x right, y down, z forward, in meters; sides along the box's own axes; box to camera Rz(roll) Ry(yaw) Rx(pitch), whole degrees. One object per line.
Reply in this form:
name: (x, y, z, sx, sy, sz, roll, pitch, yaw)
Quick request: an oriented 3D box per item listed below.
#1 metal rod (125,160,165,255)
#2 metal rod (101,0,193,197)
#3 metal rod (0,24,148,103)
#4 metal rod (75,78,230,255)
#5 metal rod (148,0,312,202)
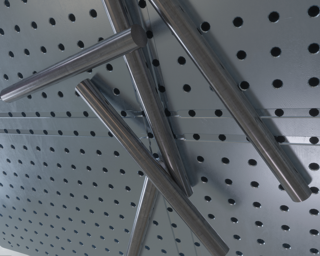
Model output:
metal rod: (-0.035, 0.170, 0.535, 0.025, 0.025, 0.298, 24, 127, 13)
metal rod: (-0.012, -0.035, 0.396, 0.025, 0.025, 0.299, -7, 115, 31)
metal rod: (-0.136, -0.075, 0.418, 0.300, 0.025, 0.025, -11, 113, 39)
metal rod: (-0.012, 0.054, 0.425, 0.300, 0.025, 0.025, 50, 129, 3)
metal rod: (0.079, -0.037, 0.346, 0.025, 0.025, 0.300, -30, 102, 38)
